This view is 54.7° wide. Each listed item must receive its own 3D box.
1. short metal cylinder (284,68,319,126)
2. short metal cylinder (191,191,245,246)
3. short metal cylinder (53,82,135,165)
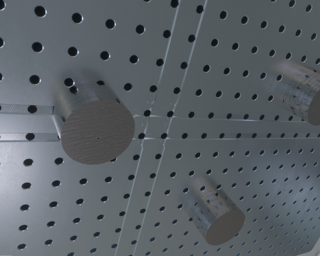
[{"bbox_3d":[0.250,-0.051,0.500,0.081,0.050,0.079,-14,124,-21],"label":"short metal cylinder"},{"bbox_3d":[0.103,0.160,0.550,0.081,0.050,0.079,-14,124,-21],"label":"short metal cylinder"},{"bbox_3d":[-0.075,-0.006,0.350,0.081,0.050,0.079,-14,124,-21],"label":"short metal cylinder"}]
